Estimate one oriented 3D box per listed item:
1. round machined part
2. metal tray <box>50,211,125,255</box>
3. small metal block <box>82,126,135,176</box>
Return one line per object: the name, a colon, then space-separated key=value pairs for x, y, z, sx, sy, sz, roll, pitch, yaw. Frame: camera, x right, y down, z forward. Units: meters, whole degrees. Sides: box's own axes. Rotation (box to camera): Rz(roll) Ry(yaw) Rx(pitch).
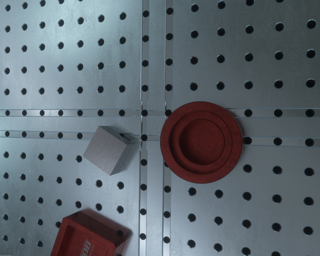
round machined part: x=0.053 y=0.017 z=0.384 sx=0.098 sy=0.042 sz=0.097 roll=0 pitch=90 yaw=19
metal tray: x=-0.114 y=0.200 z=0.448 sx=0.090 sy=0.030 sz=0.129 roll=22 pitch=97 yaw=18
small metal block: x=-0.073 y=0.031 z=0.437 sx=0.050 sy=0.025 sz=0.050 roll=32 pitch=100 yaw=16
